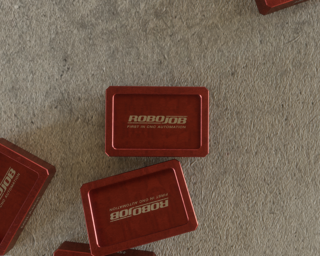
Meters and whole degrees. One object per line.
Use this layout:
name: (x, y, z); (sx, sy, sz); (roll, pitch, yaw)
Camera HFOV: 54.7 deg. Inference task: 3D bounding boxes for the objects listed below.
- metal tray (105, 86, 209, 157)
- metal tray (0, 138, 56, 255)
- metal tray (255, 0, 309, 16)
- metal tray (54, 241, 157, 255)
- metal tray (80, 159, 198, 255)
metal tray: (-0.004, -0.008, 0.406); (0.131, 0.030, 0.089); (0, 89, 0)
metal tray: (-0.210, 0.089, 0.405); (0.090, 0.030, 0.130); (29, 90, 0)
metal tray: (0.184, -0.215, 0.408); (0.131, 0.030, 0.090); (-19, 90, 0)
metal tray: (-0.075, 0.205, 0.406); (0.131, 0.030, 0.089); (7, 90, 0)
metal tray: (-0.027, 0.100, 0.392); (0.131, 0.030, 0.090); (-15, 70, -1)
